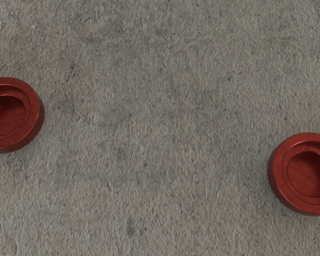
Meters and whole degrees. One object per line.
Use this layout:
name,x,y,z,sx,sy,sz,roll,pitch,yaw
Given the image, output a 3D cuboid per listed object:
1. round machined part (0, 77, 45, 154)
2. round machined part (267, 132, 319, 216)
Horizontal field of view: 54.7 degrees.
round machined part,-0.199,-0.013,0.402,0.099,0.042,0.098,0,70,0
round machined part,0.180,0.058,0.379,0.099,0.042,0.098,0,70,0
